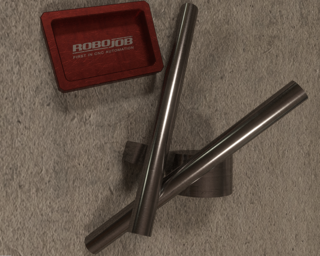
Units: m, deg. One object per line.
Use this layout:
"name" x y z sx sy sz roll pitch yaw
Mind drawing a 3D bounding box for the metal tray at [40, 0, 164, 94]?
"metal tray" -0.069 -0.100 0.381 0.131 0.030 0.089 -15 95 -20

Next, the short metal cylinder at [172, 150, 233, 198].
"short metal cylinder" 0.053 0.056 0.401 0.081 0.080 0.050 0 90 -20

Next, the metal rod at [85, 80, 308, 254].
"metal rod" 0.031 0.052 0.352 0.300 0.025 0.025 -39 105 11

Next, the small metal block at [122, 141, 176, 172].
"small metal block" -0.015 0.035 0.391 0.050 0.050 0.025 16 84 -20

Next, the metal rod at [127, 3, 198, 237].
"metal rod" 0.009 -0.026 0.374 0.025 0.025 0.299 20 68 -19
